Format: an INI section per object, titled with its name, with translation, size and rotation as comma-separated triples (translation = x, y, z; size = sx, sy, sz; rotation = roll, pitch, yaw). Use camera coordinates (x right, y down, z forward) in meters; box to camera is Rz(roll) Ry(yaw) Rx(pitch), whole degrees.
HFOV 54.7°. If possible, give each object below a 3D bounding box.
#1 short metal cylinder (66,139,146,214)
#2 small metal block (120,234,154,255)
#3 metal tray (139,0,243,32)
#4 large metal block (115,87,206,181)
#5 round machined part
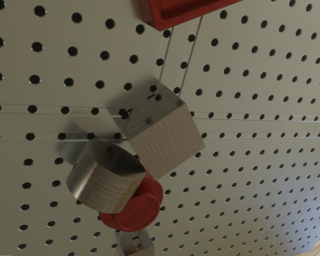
[short metal cylinder]
translation = -0.065, 0.057, 0.376
size = 0.080, 0.080, 0.050
rotation = 22, 107, -36
[small metal block]
translation = -0.038, 0.214, 0.523
size = 0.050, 0.025, 0.050
rotation = -14, 124, -21
[metal tray]
translation = 0.038, -0.167, 0.324
size = 0.131, 0.030, 0.090
rotation = -25, 128, -13
[large metal block]
translation = 0.002, 0.008, 0.401
size = 0.080, 0.050, 0.080
rotation = -34, 129, -6
[round machined part]
translation = -0.039, 0.111, 0.448
size = 0.099, 0.042, 0.097
rotation = -14, 124, -21
